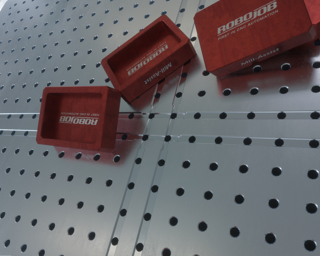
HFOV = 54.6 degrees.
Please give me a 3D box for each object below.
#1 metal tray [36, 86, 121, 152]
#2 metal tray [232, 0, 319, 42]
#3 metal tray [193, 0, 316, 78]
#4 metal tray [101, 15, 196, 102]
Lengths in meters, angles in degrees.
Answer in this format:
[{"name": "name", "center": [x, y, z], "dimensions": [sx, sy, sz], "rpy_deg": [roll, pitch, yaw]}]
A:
[{"name": "metal tray", "center": [-0.123, -0.015, 0.460], "dimensions": [0.130, 0.030, 0.090], "rpy_deg": [4, 84, 30]}, {"name": "metal tray", "center": [0.152, -0.158, 0.423], "dimensions": [0.130, 0.030, 0.090], "rpy_deg": [5, 64, 30]}, {"name": "metal tray", "center": [0.114, -0.130, 0.392], "dimensions": [0.130, 0.030, 0.090], "rpy_deg": [-20, 73, 30]}, {"name": "metal tray", "center": [-0.021, -0.110, 0.484], "dimensions": [0.130, 0.030, 0.090], "rpy_deg": [-35, 51, 4]}]
